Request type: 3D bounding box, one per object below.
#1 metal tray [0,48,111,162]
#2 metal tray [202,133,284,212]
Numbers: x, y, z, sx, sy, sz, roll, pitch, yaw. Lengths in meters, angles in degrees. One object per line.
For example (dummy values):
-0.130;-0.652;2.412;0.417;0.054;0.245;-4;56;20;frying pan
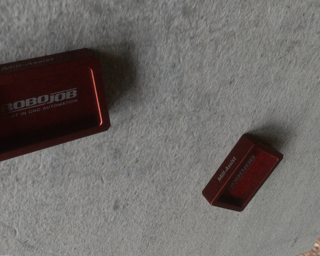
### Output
-0.124;-0.024;0.321;0.131;0.030;0.089;-17;126;-19;metal tray
0.143;0.081;0.534;0.091;0.030;0.129;22;106;-37;metal tray
